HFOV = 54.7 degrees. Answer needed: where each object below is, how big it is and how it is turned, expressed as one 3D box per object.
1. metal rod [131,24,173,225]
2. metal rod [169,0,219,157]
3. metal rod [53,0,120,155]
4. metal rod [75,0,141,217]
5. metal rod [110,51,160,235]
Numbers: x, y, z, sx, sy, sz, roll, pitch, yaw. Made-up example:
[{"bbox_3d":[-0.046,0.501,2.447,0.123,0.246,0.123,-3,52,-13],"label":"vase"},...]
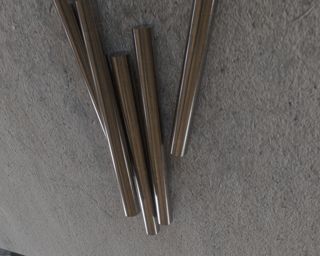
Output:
[{"bbox_3d":[-0.006,0.016,0.419,0.025,0.025,0.298,8,122,24],"label":"metal rod"},{"bbox_3d":[0.040,-0.092,0.328,0.025,0.025,0.298,19,126,17],"label":"metal rod"},{"bbox_3d":[-0.087,-0.058,0.416,0.025,0.025,0.298,-2,118,29],"label":"metal rod"},{"bbox_3d":[-0.064,-0.011,0.413,0.025,0.025,0.298,2,114,27],"label":"metal rod"},{"bbox_3d":[-0.030,0.040,0.447,0.025,0.025,0.298,6,122,25],"label":"metal rod"}]
